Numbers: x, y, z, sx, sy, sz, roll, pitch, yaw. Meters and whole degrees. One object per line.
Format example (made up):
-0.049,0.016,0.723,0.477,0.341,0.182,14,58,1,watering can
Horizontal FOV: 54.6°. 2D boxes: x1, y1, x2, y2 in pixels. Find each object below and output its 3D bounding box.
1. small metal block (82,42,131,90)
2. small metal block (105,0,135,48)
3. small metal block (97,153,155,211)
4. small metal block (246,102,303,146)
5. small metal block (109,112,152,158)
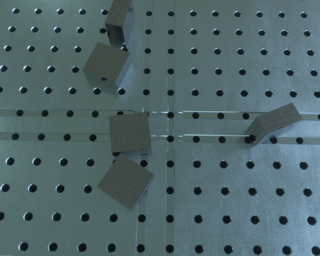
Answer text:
-0.075,-0.089,0.444,0.050,0.025,0.050,20,71,7,small metal block
-0.057,-0.155,0.455,0.025,0.050,0.050,14,71,5,small metal block
-0.041,0.068,0.387,0.050,0.025,0.050,31,73,10,small metal block
0.146,-0.004,0.401,0.050,0.050,0.025,-21,72,-8,small metal block
-0.039,0.009,0.408,0.050,0.025,0.050,-6,70,-3,small metal block
